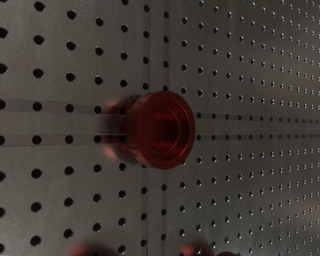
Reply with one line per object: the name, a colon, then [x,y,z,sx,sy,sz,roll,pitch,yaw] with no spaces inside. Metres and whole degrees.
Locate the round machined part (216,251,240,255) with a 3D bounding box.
round machined part: [0.095,0.242,0.481,0.099,0.042,0.097,0,90,-40]

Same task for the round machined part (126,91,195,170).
round machined part: [-0.003,0.003,0.397,0.099,0.042,0.097,0,90,-40]
